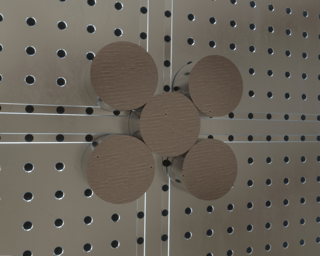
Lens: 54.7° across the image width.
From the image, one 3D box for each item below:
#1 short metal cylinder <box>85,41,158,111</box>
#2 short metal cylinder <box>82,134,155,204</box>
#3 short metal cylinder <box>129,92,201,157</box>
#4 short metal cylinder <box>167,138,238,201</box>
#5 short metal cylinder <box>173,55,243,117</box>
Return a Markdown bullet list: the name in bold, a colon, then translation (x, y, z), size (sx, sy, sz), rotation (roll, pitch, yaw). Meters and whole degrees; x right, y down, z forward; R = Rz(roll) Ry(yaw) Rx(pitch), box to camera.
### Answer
- **short metal cylinder**: translation (-0.048, -0.061, 0.381), size (0.081, 0.050, 0.079), rotation (0, 90, -21)
- **short metal cylinder**: translation (-0.052, 0.048, 0.380), size (0.081, 0.050, 0.079), rotation (0, 90, -21)
- **short metal cylinder**: translation (0.005, -0.005, 0.402), size (0.081, 0.050, 0.079), rotation (0, 90, -21)
- **short metal cylinder**: translation (0.057, 0.053, 0.421), size (0.081, 0.050, 0.079), rotation (0, 90, -21)
- **short metal cylinder**: translation (0.065, -0.054, 0.422), size (0.081, 0.050, 0.079), rotation (0, 90, -21)
